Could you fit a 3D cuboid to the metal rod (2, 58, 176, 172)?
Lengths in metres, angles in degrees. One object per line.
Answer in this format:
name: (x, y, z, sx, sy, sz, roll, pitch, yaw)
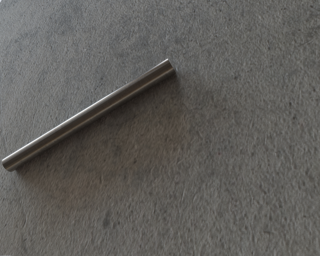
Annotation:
metal rod: (-0.112, -0.016, 0.469, 0.301, 0.025, 0.025, -30, 52, 8)
